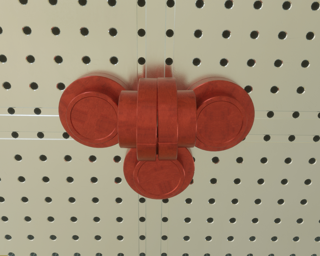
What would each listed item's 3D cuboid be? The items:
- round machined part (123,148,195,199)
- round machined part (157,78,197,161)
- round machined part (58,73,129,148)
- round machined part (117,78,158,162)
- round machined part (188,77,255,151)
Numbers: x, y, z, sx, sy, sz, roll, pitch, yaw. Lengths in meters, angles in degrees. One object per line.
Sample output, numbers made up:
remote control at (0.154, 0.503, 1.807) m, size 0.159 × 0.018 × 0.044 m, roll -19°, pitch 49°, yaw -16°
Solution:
round machined part at (-0.001, 0.057, 0.425) m, size 0.099 × 0.042 × 0.097 m, roll 0°, pitch 110°, yaw -1°
round machined part at (0.019, -0.010, 0.365) m, size 0.042 × 0.098 × 0.097 m, roll -1°, pitch 110°, yaw 0°
round machined part at (-0.081, -0.018, 0.396) m, size 0.099 × 0.042 × 0.097 m, roll 0°, pitch 110°, yaw -1°
round machined part at (-0.025, -0.010, 0.364) m, size 0.042 × 0.098 × 0.097 m, roll 1°, pitch 110°, yaw -1°
round machined part at (0.073, -0.013, 0.400) m, size 0.099 × 0.042 × 0.097 m, roll 0°, pitch 110°, yaw -1°
